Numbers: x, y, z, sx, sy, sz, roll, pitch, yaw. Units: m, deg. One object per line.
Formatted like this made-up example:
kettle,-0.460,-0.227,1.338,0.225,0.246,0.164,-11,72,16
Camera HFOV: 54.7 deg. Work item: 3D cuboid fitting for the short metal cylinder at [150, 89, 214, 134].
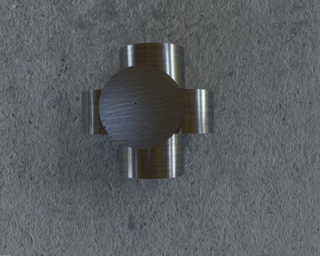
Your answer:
short metal cylinder,0.026,-0.019,0.384,0.081,0.080,0.050,0,90,-1

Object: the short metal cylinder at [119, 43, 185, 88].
short metal cylinder,-0.009,-0.070,0.383,0.081,0.080,0.050,-2,90,-1

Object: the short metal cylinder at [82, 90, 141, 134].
short metal cylinder,-0.055,-0.018,0.383,0.081,0.080,0.050,-1,90,-1

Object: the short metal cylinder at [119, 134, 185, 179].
short metal cylinder,-0.010,0.031,0.383,0.081,0.080,0.050,0,90,-1

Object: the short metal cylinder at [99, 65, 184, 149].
short metal cylinder,-0.018,-0.020,0.318,0.081,0.050,0.079,0,90,-1
